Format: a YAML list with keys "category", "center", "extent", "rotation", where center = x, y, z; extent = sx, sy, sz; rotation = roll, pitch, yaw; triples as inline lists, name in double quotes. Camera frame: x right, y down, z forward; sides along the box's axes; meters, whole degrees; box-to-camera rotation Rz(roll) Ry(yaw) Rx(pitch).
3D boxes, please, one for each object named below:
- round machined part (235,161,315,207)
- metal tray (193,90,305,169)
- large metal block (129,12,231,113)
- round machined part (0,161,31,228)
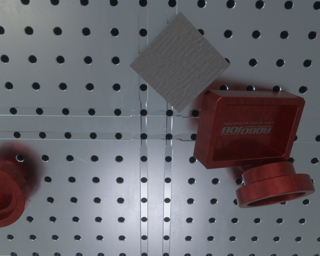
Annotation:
- category: "round machined part"
  center: [0.149, 0.075, 0.415]
  extent: [0.099, 0.098, 0.042]
  rotation: [-11, 67, 4]
- category: "metal tray"
  center: [0.112, 0.001, 0.387]
  extent: [0.131, 0.030, 0.089]
  rotation: [-2, 112, -23]
- category: "large metal block"
  center: [0.023, -0.079, 0.371]
  extent: [0.080, 0.050, 0.080]
  rotation: [43, 105, -14]
- category: "round machined part"
  center: [-0.231, 0.087, 0.434]
  extent: [0.099, 0.042, 0.097]
  rotation: [0, 110, 0]
